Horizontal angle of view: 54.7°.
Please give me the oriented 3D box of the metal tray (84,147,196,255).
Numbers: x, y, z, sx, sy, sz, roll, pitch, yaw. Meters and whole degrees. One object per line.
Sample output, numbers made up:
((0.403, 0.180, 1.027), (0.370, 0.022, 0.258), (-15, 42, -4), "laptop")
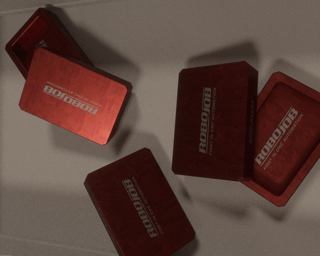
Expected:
((-0.026, 0.100, 0.387), (0.091, 0.030, 0.130), (-24, 79, -26), "metal tray")

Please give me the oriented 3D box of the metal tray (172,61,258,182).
((0.063, -0.007, 0.363), (0.090, 0.030, 0.129), (0, 83, 37), "metal tray")

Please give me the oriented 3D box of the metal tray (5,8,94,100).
((-0.164, -0.101, 0.463), (0.090, 0.030, 0.130), (-40, 78, 15), "metal tray")

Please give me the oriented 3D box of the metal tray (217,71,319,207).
((0.137, 0.012, 0.359), (0.090, 0.030, 0.129), (34, 101, 16), "metal tray")

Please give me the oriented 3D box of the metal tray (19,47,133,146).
((-0.114, -0.043, 0.420), (0.131, 0.030, 0.089), (24, 107, 0), "metal tray")
